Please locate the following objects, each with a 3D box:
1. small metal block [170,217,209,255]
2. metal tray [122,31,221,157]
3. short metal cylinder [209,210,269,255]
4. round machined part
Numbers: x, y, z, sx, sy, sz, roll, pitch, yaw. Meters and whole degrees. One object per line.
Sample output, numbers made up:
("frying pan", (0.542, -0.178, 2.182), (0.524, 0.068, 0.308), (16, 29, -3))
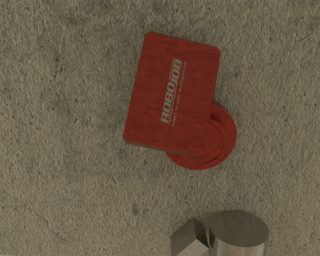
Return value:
("small metal block", (0.042, 0.169, 0.459), (0.025, 0.050, 0.050), (42, 105, -14))
("metal tray", (0.014, -0.038, 0.360), (0.091, 0.030, 0.129), (12, 79, -5))
("short metal cylinder", (0.111, 0.162, 0.441), (0.081, 0.080, 0.050), (0, 110, 0))
("round machined part", (0.051, 0.012, 0.406), (0.099, 0.042, 0.097), (0, 110, 0))
